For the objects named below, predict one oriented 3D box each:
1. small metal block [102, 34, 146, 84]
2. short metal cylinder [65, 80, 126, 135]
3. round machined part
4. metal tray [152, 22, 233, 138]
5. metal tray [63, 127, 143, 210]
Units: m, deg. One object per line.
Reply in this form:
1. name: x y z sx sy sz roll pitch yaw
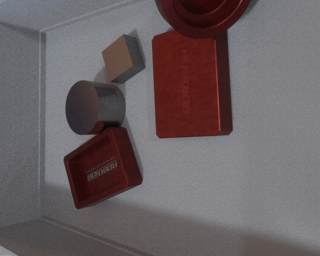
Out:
1. small metal block: -0.054 -0.099 0.449 0.050 0.025 0.050 -27 73 36
2. short metal cylinder: -0.098 -0.030 0.469 0.080 0.050 0.079 0 90 39
3. round machined part: 0.040 -0.141 0.300 0.097 0.099 0.042 -58 37 24
4. metal tray: 0.036 -0.054 0.372 0.090 0.030 0.129 -4 87 39
5. metal tray: -0.092 0.064 0.476 0.130 0.030 0.090 -30 72 35
